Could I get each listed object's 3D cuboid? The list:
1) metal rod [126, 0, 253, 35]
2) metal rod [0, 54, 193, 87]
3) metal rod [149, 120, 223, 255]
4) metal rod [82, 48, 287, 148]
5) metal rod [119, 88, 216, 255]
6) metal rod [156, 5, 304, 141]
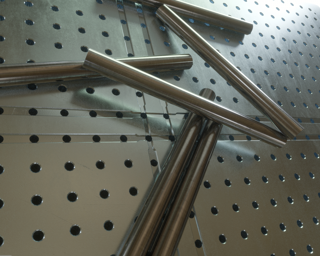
[{"bbox_3d":[0.043,-0.215,0.561,0.302,0.025,0.025,6,59,-25],"label":"metal rod"},{"bbox_3d":[-0.079,-0.080,0.413,0.302,0.025,0.025,-12,68,-33],"label":"metal rod"},{"bbox_3d":[0.028,0.087,0.369,0.025,0.025,0.301,34,51,-6],"label":"metal rod"},{"bbox_3d":[0.045,-0.033,0.418,0.302,0.025,0.025,21,54,-17],"label":"metal rod"},{"bbox_3d":[0.016,0.051,0.384,0.025,0.025,0.301,34,51,-6],"label":"metal rod"},{"bbox_3d":[0.099,-0.096,0.485,0.025,0.025,0.300,-28,67,-37],"label":"metal rod"}]
